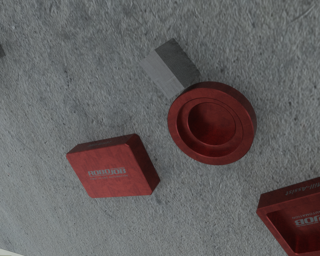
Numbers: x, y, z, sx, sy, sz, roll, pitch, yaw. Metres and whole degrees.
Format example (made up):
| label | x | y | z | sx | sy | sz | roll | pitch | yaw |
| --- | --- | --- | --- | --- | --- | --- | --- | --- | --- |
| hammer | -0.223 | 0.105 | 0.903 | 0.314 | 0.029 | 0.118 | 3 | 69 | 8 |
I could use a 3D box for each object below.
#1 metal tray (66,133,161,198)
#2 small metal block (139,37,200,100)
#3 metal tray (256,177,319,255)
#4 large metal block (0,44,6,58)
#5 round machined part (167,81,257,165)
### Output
| label | x | y | z | sx | sy | sz | roll | pitch | yaw |
| --- | --- | --- | --- | --- | --- | --- | --- | --- | --- |
| metal tray | -0.074 | 0.063 | 0.482 | 0.130 | 0.030 | 0.090 | -11 | 113 | 32 |
| small metal block | 0.012 | -0.067 | 0.343 | 0.025 | 0.050 | 0.050 | -33 | 100 | 38 |
| metal tray | 0.195 | 0.105 | 0.365 | 0.130 | 0.030 | 0.090 | -30 | 102 | 37 |
| large metal block | -0.297 | -0.113 | 0.458 | 0.080 | 0.080 | 0.050 | -3 | 117 | 29 |
| round machined part | 0.062 | -0.009 | 0.358 | 0.098 | 0.042 | 0.097 | 13 | 124 | 21 |
